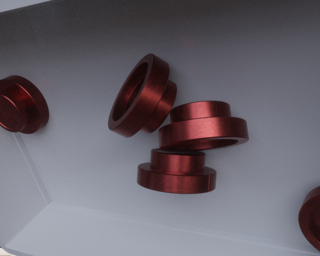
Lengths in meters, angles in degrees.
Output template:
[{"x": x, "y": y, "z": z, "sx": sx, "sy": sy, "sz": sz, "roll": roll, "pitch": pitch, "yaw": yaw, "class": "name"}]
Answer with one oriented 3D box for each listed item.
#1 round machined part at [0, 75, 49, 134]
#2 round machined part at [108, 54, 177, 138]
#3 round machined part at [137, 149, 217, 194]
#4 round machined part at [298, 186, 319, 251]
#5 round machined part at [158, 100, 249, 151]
[{"x": -0.233, "y": -0.032, "z": 0.498, "sx": 0.098, "sy": 0.042, "sz": 0.097, "roll": 13, "pitch": 124, "yaw": 20, "class": "round machined part"}, {"x": -0.017, "y": -0.032, "z": 0.355, "sx": 0.042, "sy": 0.098, "sz": 0.098, "roll": 28, "pitch": 132, "yaw": -21, "class": "round machined part"}, {"x": 0.022, "y": 0.050, "z": 0.388, "sx": 0.098, "sy": 0.098, "sz": 0.042, "roll": 5, "pitch": 92, "yaw": 25, "class": "round machined part"}, {"x": 0.210, "y": 0.100, "z": 0.342, "sx": 0.098, "sy": 0.042, "sz": 0.097, "roll": 19, "pitch": 127, "yaw": 28, "class": "round machined part"}, {"x": 0.047, "y": -0.001, "z": 0.348, "sx": 0.098, "sy": 0.099, "sz": 0.042, "roll": -12, "pitch": 76, "yaw": 33, "class": "round machined part"}]
